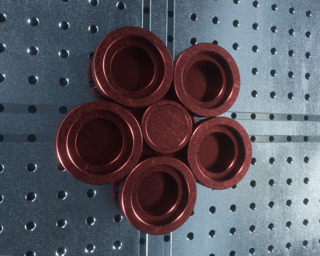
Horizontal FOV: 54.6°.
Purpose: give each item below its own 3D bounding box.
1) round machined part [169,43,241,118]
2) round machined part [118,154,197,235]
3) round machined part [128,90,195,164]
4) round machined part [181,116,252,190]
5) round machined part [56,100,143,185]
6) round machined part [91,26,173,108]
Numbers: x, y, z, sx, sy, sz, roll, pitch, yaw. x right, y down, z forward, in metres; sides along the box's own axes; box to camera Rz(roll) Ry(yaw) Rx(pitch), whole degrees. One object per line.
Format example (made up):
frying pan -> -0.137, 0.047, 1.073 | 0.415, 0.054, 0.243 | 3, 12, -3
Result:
round machined part -> 0.056, -0.063, 0.424 | 0.099, 0.042, 0.097 | 0, 90, -20
round machined part -> -0.006, 0.083, 0.401 | 0.099, 0.042, 0.097 | 0, 90, -20
round machined part -> 0.003, -0.001, 0.404 | 0.099, 0.042, 0.097 | 0, 90, -20
round machined part -> 0.074, 0.033, 0.430 | 0.099, 0.042, 0.097 | 0, 90, -20
round machined part -> -0.074, 0.017, 0.376 | 0.099, 0.042, 0.097 | 0, 90, -20
round machined part -> -0.036, -0.073, 0.390 | 0.099, 0.042, 0.097 | 0, 90, -20
